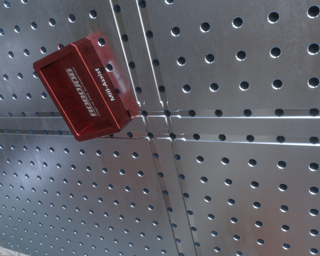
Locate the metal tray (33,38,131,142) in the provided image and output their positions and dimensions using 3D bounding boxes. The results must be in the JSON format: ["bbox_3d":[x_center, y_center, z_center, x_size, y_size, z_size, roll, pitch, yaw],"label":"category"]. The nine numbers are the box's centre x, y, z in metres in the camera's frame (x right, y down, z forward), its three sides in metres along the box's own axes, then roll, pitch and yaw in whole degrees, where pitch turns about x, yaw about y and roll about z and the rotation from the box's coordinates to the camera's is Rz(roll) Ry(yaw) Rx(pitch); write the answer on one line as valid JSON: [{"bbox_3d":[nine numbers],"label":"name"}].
[{"bbox_3d":[-0.109,-0.049,0.436,0.090,0.030,0.130,-14,112,33],"label":"metal tray"}]
